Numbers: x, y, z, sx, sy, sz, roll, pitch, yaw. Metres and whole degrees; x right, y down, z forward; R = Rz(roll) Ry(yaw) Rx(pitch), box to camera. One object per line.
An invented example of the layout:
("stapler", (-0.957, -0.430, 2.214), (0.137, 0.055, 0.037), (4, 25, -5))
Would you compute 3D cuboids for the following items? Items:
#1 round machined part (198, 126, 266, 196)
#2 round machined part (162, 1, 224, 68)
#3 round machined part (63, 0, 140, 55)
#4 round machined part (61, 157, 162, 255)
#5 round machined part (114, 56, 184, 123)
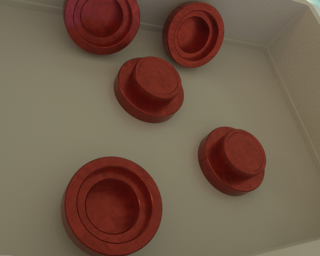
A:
("round machined part", (0.105, 0.040, 0.427), (0.099, 0.042, 0.098), (14, 56, -21))
("round machined part", (0.048, -0.148, 0.487), (0.099, 0.097, 0.042), (2, 25, -27))
("round machined part", (-0.080, -0.152, 0.417), (0.099, 0.097, 0.042), (4, 31, -26))
("round machined part", (-0.051, 0.082, 0.317), (0.099, 0.042, 0.098), (14, 56, -21))
("round machined part", (-0.010, -0.059, 0.425), (0.099, 0.042, 0.098), (14, 56, -21))
